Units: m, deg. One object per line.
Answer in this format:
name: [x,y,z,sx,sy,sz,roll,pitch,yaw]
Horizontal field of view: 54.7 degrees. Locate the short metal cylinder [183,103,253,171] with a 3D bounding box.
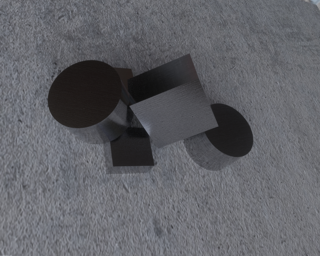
short metal cylinder: [0.079,0.013,0.426,0.081,0.050,0.080,14,56,-21]

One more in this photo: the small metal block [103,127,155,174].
small metal block: [-0.039,0.027,0.369,0.050,0.025,0.050,3,61,-27]

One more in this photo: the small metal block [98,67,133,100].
small metal block: [-0.060,-0.052,0.405,0.050,0.025,0.050,-1,62,-29]

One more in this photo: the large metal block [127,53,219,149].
large metal block: [0.016,-0.030,0.375,0.050,0.080,0.080,-100,164,-45]

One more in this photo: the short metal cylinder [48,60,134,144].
short metal cylinder: [-0.074,-0.028,0.344,0.080,0.050,0.080,-3,68,9]
